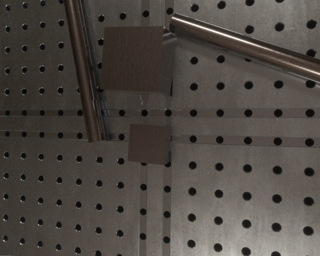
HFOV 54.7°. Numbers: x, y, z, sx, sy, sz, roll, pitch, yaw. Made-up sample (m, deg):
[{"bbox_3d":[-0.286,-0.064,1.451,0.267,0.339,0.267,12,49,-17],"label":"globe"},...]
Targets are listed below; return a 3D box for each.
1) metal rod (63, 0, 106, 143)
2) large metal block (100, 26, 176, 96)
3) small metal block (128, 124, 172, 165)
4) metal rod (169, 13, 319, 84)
[{"bbox_3d":[-0.118,-0.127,0.452,0.025,0.025,0.298,-12,86,19],"label":"metal rod"},{"bbox_3d":[-0.028,-0.086,0.408,0.080,0.050,0.079,6,92,19],"label":"large metal block"},{"bbox_3d":[-0.014,0.021,0.417,0.050,0.025,0.050,4,92,19],"label":"small metal block"},{"bbox_3d":[0.149,-0.078,0.360,0.301,0.025,0.025,25,98,18],"label":"metal rod"}]
